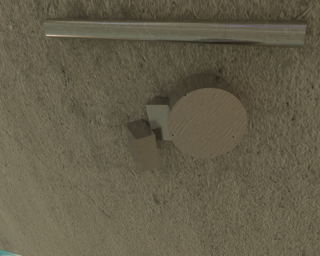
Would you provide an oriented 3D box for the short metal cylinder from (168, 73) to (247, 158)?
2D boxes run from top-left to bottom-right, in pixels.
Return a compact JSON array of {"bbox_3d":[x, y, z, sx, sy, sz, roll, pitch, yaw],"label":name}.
[{"bbox_3d":[0.048,-0.014,0.337,0.081,0.050,0.079,0,116,0],"label":"short metal cylinder"}]

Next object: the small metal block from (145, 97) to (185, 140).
[{"bbox_3d":[0.014,-0.012,0.391,0.050,0.025,0.050,2,120,27],"label":"small metal block"}]

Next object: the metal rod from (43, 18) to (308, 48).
[{"bbox_3d":[-0.004,-0.107,0.341,0.301,0.025,0.025,9,122,23],"label":"metal rod"}]

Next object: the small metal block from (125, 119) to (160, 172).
[{"bbox_3d":[-0.024,0.023,0.414,0.050,0.025,0.050,-133,30,-57],"label":"small metal block"}]
